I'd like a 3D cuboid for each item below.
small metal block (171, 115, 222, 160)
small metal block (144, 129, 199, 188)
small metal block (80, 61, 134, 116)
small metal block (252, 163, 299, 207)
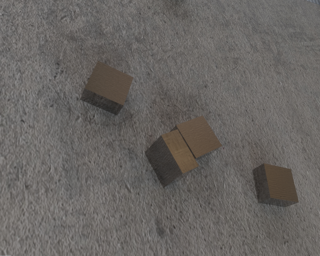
[{"bbox_3d":[0.047,0.016,0.419,0.050,0.025,0.050,-20,73,-36],"label":"small metal block"},{"bbox_3d":[0.012,0.037,0.371,0.025,0.050,0.050,-19,72,-35],"label":"small metal block"},{"bbox_3d":[-0.067,-0.051,0.398,0.050,0.025,0.050,24,53,-14],"label":"small metal block"},{"bbox_3d":[0.164,0.082,0.442,0.050,0.025,0.050,13,56,-21],"label":"small metal block"}]
